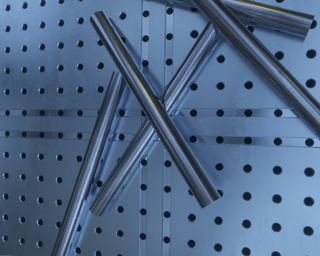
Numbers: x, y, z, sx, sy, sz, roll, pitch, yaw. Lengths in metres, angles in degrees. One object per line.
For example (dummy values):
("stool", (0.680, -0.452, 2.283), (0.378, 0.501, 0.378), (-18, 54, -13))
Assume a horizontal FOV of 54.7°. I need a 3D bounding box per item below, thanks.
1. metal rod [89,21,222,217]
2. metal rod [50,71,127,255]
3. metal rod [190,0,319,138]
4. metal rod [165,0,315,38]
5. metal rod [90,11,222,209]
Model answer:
("metal rod", (-0.010, -0.004, 0.415), (0.025, 0.025, 0.299), (36, 101, 16))
("metal rod", (-0.104, 0.064, 0.447), (0.025, 0.025, 0.298), (22, 97, 18))
("metal rod", (0.099, -0.100, 0.359), (0.025, 0.025, 0.300), (-43, 84, 15))
("metal rod", (0.039, -0.170, 0.398), (0.301, 0.025, 0.025), (22, 97, 18))
("metal rod", (-0.016, -0.037, 0.392), (0.025, 0.025, 0.299), (-37, 69, 16))
